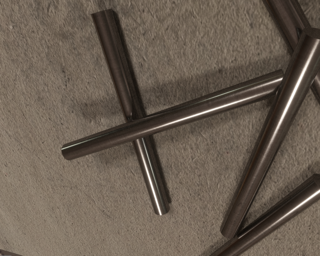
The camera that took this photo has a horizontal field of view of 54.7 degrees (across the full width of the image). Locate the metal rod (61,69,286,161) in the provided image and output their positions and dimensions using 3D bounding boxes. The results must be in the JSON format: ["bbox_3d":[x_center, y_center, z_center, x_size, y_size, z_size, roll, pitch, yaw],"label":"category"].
[{"bbox_3d":[-0.003,-0.007,0.377,0.300,0.025,0.025,-18,109,26],"label":"metal rod"}]

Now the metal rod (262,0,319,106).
[{"bbox_3d":[0.157,-0.043,0.297,0.025,0.025,0.299,-26,105,36],"label":"metal rod"}]

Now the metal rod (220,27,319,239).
[{"bbox_3d":[0.114,0.035,0.349,0.025,0.025,0.298,21,132,15],"label":"metal rod"}]

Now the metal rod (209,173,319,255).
[{"bbox_3d":[0.120,0.160,0.441,0.025,0.025,0.298,36,129,4],"label":"metal rod"}]

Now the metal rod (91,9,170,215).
[{"bbox_3d":[-0.032,-0.004,0.419,0.025,0.025,0.298,-1,118,28],"label":"metal rod"}]
